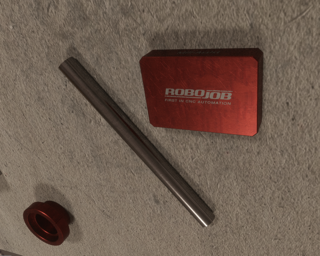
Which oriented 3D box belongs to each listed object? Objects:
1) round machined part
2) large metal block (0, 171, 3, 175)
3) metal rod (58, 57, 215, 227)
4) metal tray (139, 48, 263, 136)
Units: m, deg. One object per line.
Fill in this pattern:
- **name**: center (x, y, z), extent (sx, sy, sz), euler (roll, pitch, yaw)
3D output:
- **round machined part**: center (-0.222, 0.186, 0.625), extent (0.098, 0.042, 0.097), euler (13, 124, 20)
- **large metal block**: center (-0.393, 0.084, 0.646), extent (0.080, 0.050, 0.080), euler (-17, 110, 34)
- **metal rod**: center (-0.028, 0.024, 0.434), extent (0.300, 0.025, 0.025), euler (48, 128, -7)
- **metal tray**: center (0.047, -0.042, 0.352), extent (0.130, 0.030, 0.089), euler (6, 121, 25)
